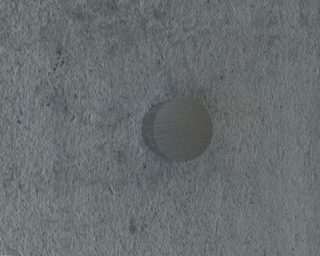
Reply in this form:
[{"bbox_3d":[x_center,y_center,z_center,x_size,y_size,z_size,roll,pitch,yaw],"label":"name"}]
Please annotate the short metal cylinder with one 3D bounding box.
[{"bbox_3d":[0.021,0.002,0.406,0.081,0.050,0.079,0,90,-21],"label":"short metal cylinder"}]
